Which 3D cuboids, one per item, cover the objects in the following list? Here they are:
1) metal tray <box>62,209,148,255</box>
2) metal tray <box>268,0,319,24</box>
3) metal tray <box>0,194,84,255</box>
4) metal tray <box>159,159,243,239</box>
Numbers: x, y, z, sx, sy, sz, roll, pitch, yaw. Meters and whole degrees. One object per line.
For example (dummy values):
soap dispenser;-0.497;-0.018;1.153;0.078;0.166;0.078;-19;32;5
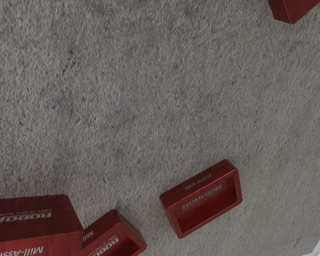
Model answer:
metal tray;-0.095;0.192;0.469;0.130;0.030;0.090;-36;129;-4
metal tray;0.188;-0.205;0.380;0.130;0.030;0.090;-41;130;0
metal tray;-0.161;0.111;0.342;0.131;0.090;0.030;2;105;-29
metal tray;0.072;0.119;0.515;0.131;0.030;0.090;-27;128;-12
